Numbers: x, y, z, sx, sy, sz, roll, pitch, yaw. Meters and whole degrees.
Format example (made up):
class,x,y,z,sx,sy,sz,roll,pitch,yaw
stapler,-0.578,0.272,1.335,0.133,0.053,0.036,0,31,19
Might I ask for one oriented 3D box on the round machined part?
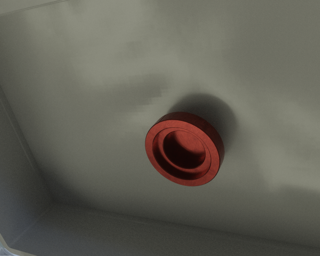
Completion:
class,x,y,z,sx,sy,sz,roll,pitch,yaw
round machined part,0.034,0.022,0.394,0.098,0.042,0.097,13,124,21
